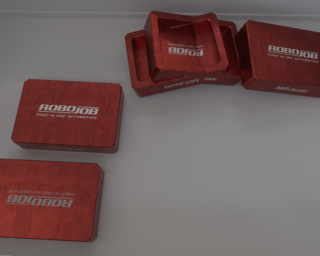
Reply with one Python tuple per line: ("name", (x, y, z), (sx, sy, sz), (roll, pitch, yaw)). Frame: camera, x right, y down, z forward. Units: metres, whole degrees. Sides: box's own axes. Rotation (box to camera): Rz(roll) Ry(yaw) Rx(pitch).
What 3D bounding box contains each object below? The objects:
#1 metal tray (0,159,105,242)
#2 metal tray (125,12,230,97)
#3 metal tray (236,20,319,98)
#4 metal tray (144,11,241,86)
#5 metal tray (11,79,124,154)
("metal tray", (-0.139, 0.087, 0.374), (0.131, 0.030, 0.090), (3, 70, 1))
("metal tray", (0.022, -0.101, 0.431), (0.131, 0.030, 0.090), (-12, 70, 7))
("metal tray", (0.174, -0.093, 0.425), (0.131, 0.030, 0.090), (4, 69, -14))
("metal tray", (0.048, -0.108, 0.425), (0.131, 0.030, 0.090), (0, 69, -19))
("metal tray", (-0.118, -0.016, 0.412), (0.131, 0.030, 0.090), (3, 70, 1))
